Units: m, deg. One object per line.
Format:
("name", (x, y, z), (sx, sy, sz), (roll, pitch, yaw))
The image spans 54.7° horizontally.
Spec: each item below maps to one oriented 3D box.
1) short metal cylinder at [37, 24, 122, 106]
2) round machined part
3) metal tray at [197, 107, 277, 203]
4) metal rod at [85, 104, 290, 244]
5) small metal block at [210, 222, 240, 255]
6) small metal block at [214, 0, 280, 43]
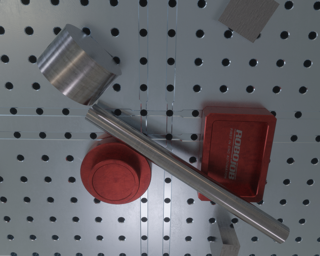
("short metal cylinder", (-0.091, -0.072, 0.357), (0.080, 0.080, 0.050), (43, 105, -14))
("round machined part", (-0.061, 0.065, 0.428), (0.099, 0.042, 0.097), (0, 110, 0))
("metal tray", (0.101, 0.038, 0.425), (0.091, 0.030, 0.129), (2, 110, -1))
("metal rod", (0.036, 0.060, 0.406), (0.301, 0.025, 0.025), (33, 107, -1))
("small metal block", (0.097, 0.179, 0.467), (0.025, 0.050, 0.050), (9, 110, -3))
("small metal block", (0.101, -0.136, 0.364), (0.050, 0.025, 0.050), (29, 107, -10))
